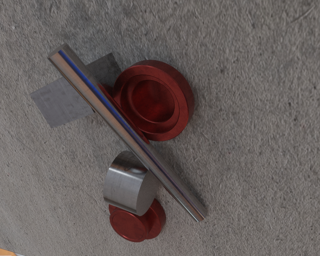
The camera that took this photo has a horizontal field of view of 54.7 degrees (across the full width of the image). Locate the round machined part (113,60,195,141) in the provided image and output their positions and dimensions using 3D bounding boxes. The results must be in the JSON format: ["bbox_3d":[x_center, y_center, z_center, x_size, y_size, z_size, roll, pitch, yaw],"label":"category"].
[{"bbox_3d":[-0.004,-0.036,0.376,0.098,0.042,0.097,13,124,20],"label":"round machined part"}]

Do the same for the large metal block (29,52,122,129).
[{"bbox_3d":[-0.100,-0.048,0.394,0.080,0.080,0.050,-15,110,34],"label":"large metal block"}]

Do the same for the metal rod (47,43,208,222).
[{"bbox_3d":[-0.022,0.025,0.382,0.025,0.025,0.300,-15,127,34],"label":"metal rod"}]

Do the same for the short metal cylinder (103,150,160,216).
[{"bbox_3d":[-0.037,0.077,0.438,0.050,0.080,0.079,16,125,19],"label":"short metal cylinder"}]

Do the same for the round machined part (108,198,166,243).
[{"bbox_3d":[-0.043,0.149,0.511,0.098,0.042,0.097,13,124,21],"label":"round machined part"}]
